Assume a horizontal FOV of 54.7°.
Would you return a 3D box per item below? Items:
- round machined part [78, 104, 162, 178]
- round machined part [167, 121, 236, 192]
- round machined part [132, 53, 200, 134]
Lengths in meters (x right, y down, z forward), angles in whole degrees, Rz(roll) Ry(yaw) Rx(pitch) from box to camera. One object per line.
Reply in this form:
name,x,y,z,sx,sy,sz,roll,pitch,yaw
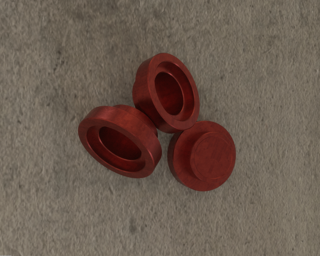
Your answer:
round machined part,-0.042,0.011,0.361,0.098,0.098,0.042,44,51,-15
round machined part,0.063,0.039,0.425,0.099,0.042,0.097,0,90,-21
round machined part,0.004,-0.040,0.387,0.099,0.042,0.098,21,61,-44
